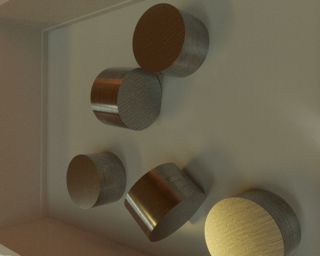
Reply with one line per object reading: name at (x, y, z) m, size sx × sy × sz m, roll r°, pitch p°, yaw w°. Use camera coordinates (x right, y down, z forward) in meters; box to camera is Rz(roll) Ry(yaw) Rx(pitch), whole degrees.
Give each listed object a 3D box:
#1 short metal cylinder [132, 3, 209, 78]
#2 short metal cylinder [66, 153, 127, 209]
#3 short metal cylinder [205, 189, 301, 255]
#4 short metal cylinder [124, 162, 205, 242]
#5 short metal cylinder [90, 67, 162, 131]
short metal cylinder at (0.013, -0.105, 0.380) m, size 0.080 × 0.050 × 0.080 m, roll 0°, pitch 90°, yaw 40°
short metal cylinder at (-0.097, 0.078, 0.471) m, size 0.080 × 0.050 × 0.080 m, roll 0°, pitch 90°, yaw 40°
short metal cylinder at (0.093, 0.106, 0.314) m, size 0.080 × 0.050 × 0.080 m, roll 0°, pitch 90°, yaw 40°
short metal cylinder at (0.006, 0.087, 0.367) m, size 0.050 × 0.081 × 0.080 m, roll 46°, pitch 118°, yaw 30°
short metal cylinder at (-0.043, -0.039, 0.406) m, size 0.050 × 0.081 × 0.079 m, roll 10°, pitch 97°, yaw 39°
